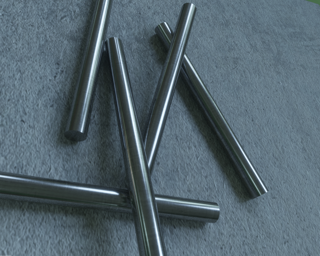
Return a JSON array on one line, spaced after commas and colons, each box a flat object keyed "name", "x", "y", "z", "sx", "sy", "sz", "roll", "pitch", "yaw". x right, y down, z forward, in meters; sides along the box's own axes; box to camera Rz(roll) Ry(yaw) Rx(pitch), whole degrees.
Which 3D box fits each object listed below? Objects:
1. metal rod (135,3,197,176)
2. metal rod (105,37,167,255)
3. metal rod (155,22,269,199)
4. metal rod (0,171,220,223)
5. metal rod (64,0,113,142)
[{"name": "metal rod", "x": 0.012, "y": -0.067, "z": 0.429, "sx": 0.025, "sy": 0.025, "sz": 0.300, "roll": 24, "pitch": 60, "yaw": -14}, {"name": "metal rod", "x": -0.035, "y": 0.003, "z": 0.361, "sx": 0.025, "sy": 0.025, "sz": 0.299, "roll": 4, "pitch": 53, "yaw": -26}, {"name": "metal rod", "x": 0.070, "y": -0.036, "z": 0.462, "sx": 0.025, "sy": 0.025, "sz": 0.299, "roll": -16, "pitch": 70, "yaw": -35}, {"name": "metal rod", "x": -0.072, "y": 0.071, "z": 0.321, "sx": 0.302, "sy": 0.025, "sz": 0.025, "roll": 13, "pitch": 56, "yaw": -21}, {"name": "metal rod", "x": -0.089, "y": -0.117, "z": 0.427, "sx": 0.025, "sy": 0.025, "sz": 0.300, "roll": 16, "pitch": 55, "yaw": -20}]
